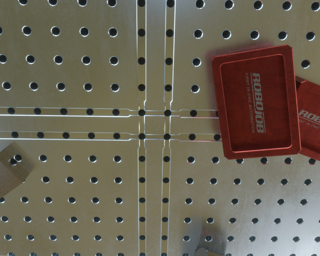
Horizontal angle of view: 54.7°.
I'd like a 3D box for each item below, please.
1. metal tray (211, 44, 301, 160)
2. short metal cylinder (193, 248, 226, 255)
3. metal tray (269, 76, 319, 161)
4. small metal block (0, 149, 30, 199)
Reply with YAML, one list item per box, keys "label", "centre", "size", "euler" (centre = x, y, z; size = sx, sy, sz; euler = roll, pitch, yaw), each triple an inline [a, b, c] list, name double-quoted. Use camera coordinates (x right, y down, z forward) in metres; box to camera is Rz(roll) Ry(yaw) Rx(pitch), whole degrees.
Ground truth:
- label: "metal tray"
  centre: [0.118, -0.030, 0.380]
  size: [0.090, 0.030, 0.129]
  euler: [-7, 102, 16]
- label: "short metal cylinder"
  centre: [0.077, 0.231, 0.470]
  size: [0.050, 0.080, 0.079]
  euler: [22, 108, -8]
- label: "metal tray"
  centre: [0.218, -0.004, 0.412]
  size: [0.131, 0.030, 0.089]
  euler: [20, 109, -8]
- label: "small metal block"
  centre: [-0.224, 0.066, 0.435]
  size: [0.050, 0.025, 0.050]
  euler: [-35, 107, 11]
